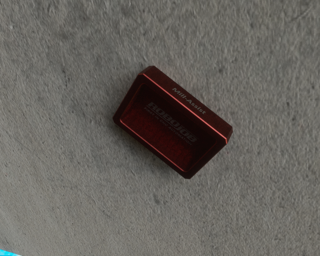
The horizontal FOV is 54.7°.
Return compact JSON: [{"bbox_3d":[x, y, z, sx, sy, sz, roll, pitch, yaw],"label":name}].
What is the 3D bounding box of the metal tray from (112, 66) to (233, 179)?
[{"bbox_3d":[0.013,-0.005,0.392,0.130,0.030,0.089,38,129,1],"label":"metal tray"}]
